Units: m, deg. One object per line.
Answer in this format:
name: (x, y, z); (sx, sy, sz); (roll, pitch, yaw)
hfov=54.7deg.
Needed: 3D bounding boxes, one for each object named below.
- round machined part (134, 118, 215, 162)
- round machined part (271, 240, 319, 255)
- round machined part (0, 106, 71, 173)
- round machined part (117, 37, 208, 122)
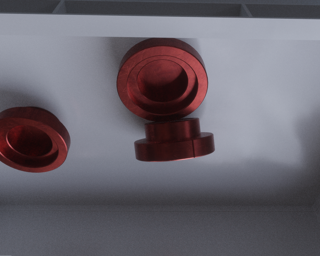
round machined part: (0.017, 0.011, 0.384); (0.099, 0.098, 0.042); (-6, 94, 5)
round machined part: (0.271, 0.263, 0.629); (0.099, 0.042, 0.097); (-1, 130, 0)
round machined part: (-0.167, 0.011, 0.405); (0.099, 0.042, 0.097); (-1, 130, 0)
round machined part: (0.003, -0.057, 0.349); (0.099, 0.042, 0.097); (-1, 130, 0)
